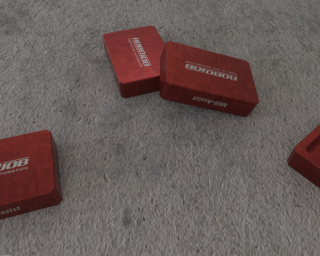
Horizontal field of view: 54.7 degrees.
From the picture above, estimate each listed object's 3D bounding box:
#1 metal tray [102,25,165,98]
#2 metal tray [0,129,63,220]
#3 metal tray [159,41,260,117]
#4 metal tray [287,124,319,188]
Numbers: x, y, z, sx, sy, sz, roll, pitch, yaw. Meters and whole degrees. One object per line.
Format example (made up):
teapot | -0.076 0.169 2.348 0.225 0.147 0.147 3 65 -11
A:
metal tray | -0.033 -0.109 0.491 0.091 0.030 0.130 -14 52 -12
metal tray | -0.184 0.057 0.351 0.131 0.030 0.090 -13 51 -11
metal tray | 0.067 -0.069 0.434 0.131 0.030 0.090 11 50 -12
metal tray | 0.233 0.027 0.378 0.131 0.030 0.090 -33 58 -25
